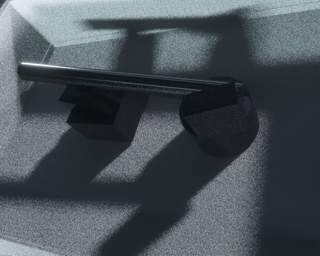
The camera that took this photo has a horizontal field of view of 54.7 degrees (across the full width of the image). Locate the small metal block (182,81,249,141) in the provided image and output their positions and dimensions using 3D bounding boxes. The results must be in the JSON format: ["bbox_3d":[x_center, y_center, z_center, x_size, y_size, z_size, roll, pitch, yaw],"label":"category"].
[{"bbox_3d":[0.055,-0.014,0.301,0.050,0.050,0.025,-14,56,20],"label":"small metal block"}]

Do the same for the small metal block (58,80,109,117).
[{"bbox_3d":[-0.101,-0.047,0.419,0.050,0.025,0.050,14,68,33],"label":"small metal block"}]

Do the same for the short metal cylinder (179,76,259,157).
[{"bbox_3d":[0.069,-0.013,0.358,0.080,0.050,0.080,-13,56,20],"label":"short metal cylinder"}]

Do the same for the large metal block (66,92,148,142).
[{"bbox_3d":[-0.073,-0.029,0.440,0.080,0.050,0.080,3,63,29],"label":"large metal block"}]

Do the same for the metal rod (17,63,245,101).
[{"bbox_3d":[-0.053,-0.056,0.374,0.301,0.025,0.025,9,66,23],"label":"metal rod"}]
